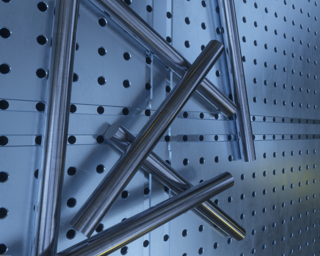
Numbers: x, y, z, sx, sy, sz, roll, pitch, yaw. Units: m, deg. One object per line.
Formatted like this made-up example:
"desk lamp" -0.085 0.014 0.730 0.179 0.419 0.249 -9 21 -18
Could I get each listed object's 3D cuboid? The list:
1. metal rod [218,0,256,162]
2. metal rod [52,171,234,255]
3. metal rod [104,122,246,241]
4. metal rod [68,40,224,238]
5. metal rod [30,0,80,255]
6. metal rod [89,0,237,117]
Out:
"metal rod" 0.126 -0.090 0.512 0.025 0.025 0.298 -18 101 -39
"metal rod" -0.014 0.108 0.362 0.302 0.025 0.025 -16 101 -39
"metal rod" 0.038 0.090 0.439 0.300 0.025 0.025 43 64 -32
"metal rod" 0.000 -0.006 0.373 0.025 0.025 0.301 51 60 -28
"metal rod" -0.108 0.012 0.317 0.025 0.025 0.299 7 86 -40
"metal rod" 0.010 -0.098 0.416 0.301 0.025 0.025 34 69 -35
